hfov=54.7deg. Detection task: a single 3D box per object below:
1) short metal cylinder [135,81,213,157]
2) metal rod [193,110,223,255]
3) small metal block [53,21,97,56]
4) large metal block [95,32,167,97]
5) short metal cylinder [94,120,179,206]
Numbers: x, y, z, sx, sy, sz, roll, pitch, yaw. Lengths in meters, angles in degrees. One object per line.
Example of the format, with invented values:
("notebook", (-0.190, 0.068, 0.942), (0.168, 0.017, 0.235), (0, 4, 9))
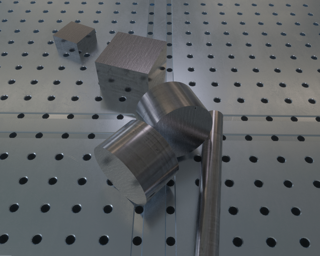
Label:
("short metal cylinder", (0.016, -0.009, 0.376), (0.081, 0.080, 0.050), (-16, 45, -13))
("metal rod", (0.050, 0.098, 0.325), (0.025, 0.025, 0.300), (7, 50, 6))
("small metal block", (-0.147, -0.156, 0.538), (0.050, 0.025, 0.050), (22, 53, 17))
("large metal block", (-0.041, -0.097, 0.472), (0.080, 0.050, 0.080), (15, 52, 12))
("short metal cylinder", (-0.026, 0.038, 0.340), (0.080, 0.080, 0.050), (35, 59, 25))
